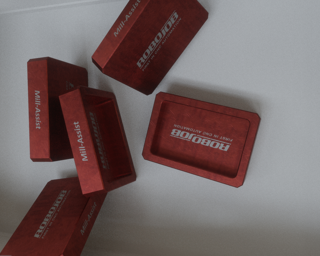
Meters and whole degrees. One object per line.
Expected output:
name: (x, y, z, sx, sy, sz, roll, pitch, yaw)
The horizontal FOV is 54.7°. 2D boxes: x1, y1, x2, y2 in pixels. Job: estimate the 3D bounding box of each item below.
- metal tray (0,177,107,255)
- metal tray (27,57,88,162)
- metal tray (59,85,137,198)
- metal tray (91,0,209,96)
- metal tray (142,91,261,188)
metal tray: (-0.131, 0.120, 0.403, 0.090, 0.130, 0.030, -9, 122, 19)
metal tray: (-0.134, -0.023, 0.421, 0.030, 0.090, 0.129, -2, 89, 20)
metal tray: (-0.077, 0.015, 0.401, 0.030, 0.090, 0.129, -17, 84, 19)
metal tray: (-0.010, -0.111, 0.376, 0.130, 0.090, 0.030, -52, 52, 12)
metal tray: (0.050, 0.012, 0.389, 0.130, 0.030, 0.089, 15, 95, 19)
